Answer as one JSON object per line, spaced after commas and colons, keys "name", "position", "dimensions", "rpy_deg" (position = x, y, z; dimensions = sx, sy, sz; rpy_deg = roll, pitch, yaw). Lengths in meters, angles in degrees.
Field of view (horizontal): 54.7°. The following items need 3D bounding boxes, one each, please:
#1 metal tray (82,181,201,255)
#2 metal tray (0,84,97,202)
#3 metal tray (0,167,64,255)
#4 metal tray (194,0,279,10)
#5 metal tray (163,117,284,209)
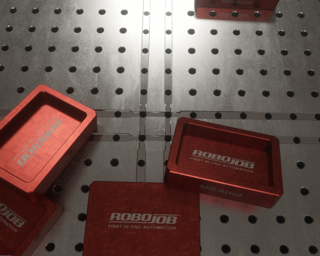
{"name": "metal tray", "position": [-0.019, 0.112, 0.368], "dimensions": [0.131, 0.030, 0.090], "rpy_deg": [2, 70, 0]}
{"name": "metal tray", "position": [-0.150, 0.013, 0.383], "dimensions": [0.090, 0.030, 0.130], "rpy_deg": [28, 57, 8]}
{"name": "metal tray", "position": [-0.196, 0.096, 0.371], "dimensions": [0.130, 0.030, 0.090], "rpy_deg": [32, 73, 10]}
{"name": "metal tray", "position": [0.123, -0.238, 0.497], "dimensions": [0.131, 0.030, 0.090], "rpy_deg": [3, 70, 0]}
{"name": "metal tray", "position": [0.077, 0.039, 0.377], "dimensions": [0.131, 0.030, 0.090], "rpy_deg": [12, 47, 4]}
